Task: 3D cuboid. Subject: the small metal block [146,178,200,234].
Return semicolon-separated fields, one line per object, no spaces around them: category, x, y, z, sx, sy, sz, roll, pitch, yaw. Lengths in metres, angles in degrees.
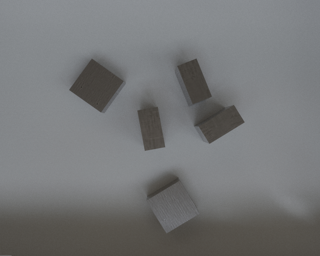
small metal block;0.017;0.102;0.412;0.050;0.025;0.050;-31;90;-1

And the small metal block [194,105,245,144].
small metal block;0.075;-0.005;0.400;0.050;0.050;0.025;-32;90;0

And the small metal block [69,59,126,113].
small metal block;-0.082;-0.055;0.410;0.050;0.025;0.050;36;90;-1

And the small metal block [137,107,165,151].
small metal block;-0.011;0.001;0.399;0.025;0.050;0.050;-10;90;0

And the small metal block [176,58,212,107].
small metal block;0.042;-0.057;0.399;0.025;0.050;0.050;-22;90;0
